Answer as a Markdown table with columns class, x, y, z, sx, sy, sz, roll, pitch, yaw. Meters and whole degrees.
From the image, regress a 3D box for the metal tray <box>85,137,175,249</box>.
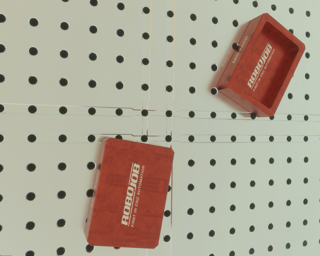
| class | x | y | z | sx | sy | sz | roll | pitch | yaw |
| --- | --- | --- | --- | --- | --- | --- | --- | --- | --- |
| metal tray | -0.038 | 0.082 | 0.396 | 0.091 | 0.030 | 0.129 | 11 | 86 | -20 |

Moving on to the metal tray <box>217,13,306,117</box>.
| class | x | y | z | sx | sy | sz | roll | pitch | yaw |
| --- | --- | --- | --- | --- | --- | --- | --- | --- | --- |
| metal tray | 0.154 | -0.092 | 0.465 | 0.090 | 0.030 | 0.130 | 31 | 80 | -17 |
